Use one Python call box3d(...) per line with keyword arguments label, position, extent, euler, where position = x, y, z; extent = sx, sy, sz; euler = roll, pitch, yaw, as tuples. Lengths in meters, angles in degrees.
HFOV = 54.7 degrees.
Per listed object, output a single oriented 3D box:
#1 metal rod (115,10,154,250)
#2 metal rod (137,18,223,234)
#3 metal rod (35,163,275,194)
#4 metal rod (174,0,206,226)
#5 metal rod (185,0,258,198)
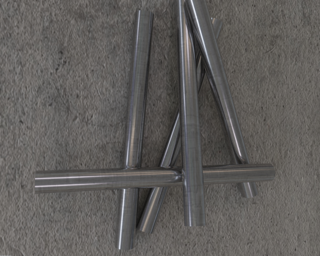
box3d(label="metal rod", position=(-0.032, 0.001, 0.396), extent=(0.025, 0.025, 0.298), euler=(5, 88, -20))
box3d(label="metal rod", position=(0.029, -0.008, 0.419), extent=(0.025, 0.025, 0.299), euler=(21, 83, -19))
box3d(label="metal rod", position=(0.009, 0.060, 0.383), extent=(0.302, 0.025, 0.025), euler=(1, 90, -19))
box3d(label="metal rod", position=(0.036, -0.034, 0.387), extent=(0.025, 0.025, 0.299), euler=(3, 76, -20))
box3d(label="metal rod", position=(0.086, -0.040, 0.420), extent=(0.025, 0.025, 0.298), euler=(-24, 106, -18))
